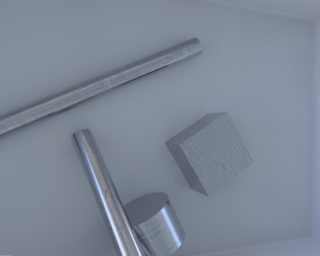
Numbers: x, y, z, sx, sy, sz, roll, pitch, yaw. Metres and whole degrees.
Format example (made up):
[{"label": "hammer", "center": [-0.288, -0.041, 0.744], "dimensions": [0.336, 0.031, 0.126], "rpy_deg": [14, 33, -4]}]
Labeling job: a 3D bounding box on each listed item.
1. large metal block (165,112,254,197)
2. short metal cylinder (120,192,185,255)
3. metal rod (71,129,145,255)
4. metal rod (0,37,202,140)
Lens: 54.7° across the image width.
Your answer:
[{"label": "large metal block", "center": [0.067, 0.033, 0.423], "dimensions": [0.080, 0.050, 0.080], "rpy_deg": [-33, 101, -17]}, {"label": "short metal cylinder", "center": [-0.017, 0.121, 0.376], "dimensions": [0.081, 0.080, 0.050], "rpy_deg": [-27, 100, -18]}, {"label": "metal rod", "center": [-0.030, 0.126, 0.312], "dimensions": [0.025, 0.025, 0.299], "rpy_deg": [-19, 62, -19]}, {"label": "metal rod", "center": [-0.077, -0.050, 0.382], "dimensions": [0.302, 0.025, 0.025], "rpy_deg": [-26, 99, -19]}]
